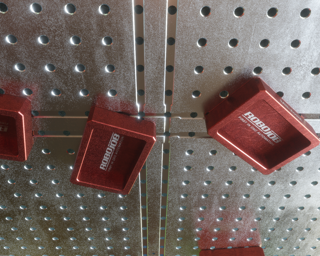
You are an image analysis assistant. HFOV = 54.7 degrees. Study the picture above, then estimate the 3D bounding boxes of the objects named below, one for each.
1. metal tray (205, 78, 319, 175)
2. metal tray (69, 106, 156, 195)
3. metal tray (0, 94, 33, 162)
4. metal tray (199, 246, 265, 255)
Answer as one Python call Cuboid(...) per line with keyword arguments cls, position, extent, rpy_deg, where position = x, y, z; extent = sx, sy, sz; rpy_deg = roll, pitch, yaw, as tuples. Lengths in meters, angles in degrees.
Cuboid(cls="metal tray", position=(0.136, 0.003, 0.413), extent=(0.130, 0.030, 0.090), rpy_deg=(34, 122, -26))
Cuboid(cls="metal tray", position=(-0.069, 0.038, 0.439), extent=(0.091, 0.030, 0.129), rpy_deg=(16, 128, -14))
Cuboid(cls="metal tray", position=(-0.238, -0.005, 0.399), extent=(0.131, 0.030, 0.089), rpy_deg=(10, 130, -9))
Cuboid(cls="metal tray", position=(0.148, 0.290, 0.618), extent=(0.131, 0.090, 0.030), rpy_deg=(-5, 130, 4))
